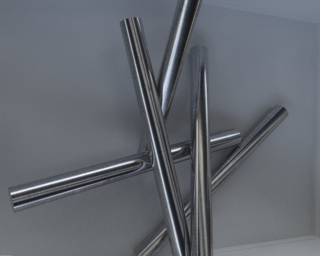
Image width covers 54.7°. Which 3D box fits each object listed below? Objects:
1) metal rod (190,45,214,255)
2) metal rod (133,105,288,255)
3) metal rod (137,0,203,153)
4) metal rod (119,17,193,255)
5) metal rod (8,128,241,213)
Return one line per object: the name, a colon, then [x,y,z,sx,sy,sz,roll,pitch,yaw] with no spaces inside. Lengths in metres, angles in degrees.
metal rod: [0.050,0.031,0.382,0.025,0.025,0.299,10,68,-20]
metal rod: [0.081,0.071,0.442,0.301,0.025,0.025,-42,104,-15]
metal rod: [0.019,-0.089,0.345,0.025,0.025,0.298,6,116,-20]
metal rod: [0.000,0.026,0.353,0.025,0.025,0.298,-14,93,-20]
metal rod: [-0.016,0.040,0.373,0.303,0.025,0.025,-13,95,-32]
